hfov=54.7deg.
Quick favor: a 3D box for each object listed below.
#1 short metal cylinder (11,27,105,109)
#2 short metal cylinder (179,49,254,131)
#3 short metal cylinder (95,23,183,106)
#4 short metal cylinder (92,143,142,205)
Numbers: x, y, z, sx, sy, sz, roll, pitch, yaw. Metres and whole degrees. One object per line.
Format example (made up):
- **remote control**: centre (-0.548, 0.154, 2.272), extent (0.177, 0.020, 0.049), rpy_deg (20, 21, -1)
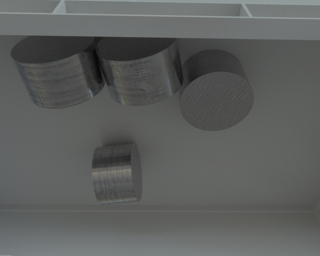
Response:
- **short metal cylinder**: centre (-0.101, -0.064, 0.317), extent (0.080, 0.080, 0.050), rpy_deg (-5, 130, 3)
- **short metal cylinder**: centre (0.062, -0.043, 0.357), extent (0.081, 0.050, 0.079), rpy_deg (0, 130, 0)
- **short metal cylinder**: centre (-0.019, -0.066, 0.316), extent (0.080, 0.080, 0.050), rpy_deg (-7, 130, 6)
- **short metal cylinder**: centre (-0.056, 0.063, 0.426), extent (0.050, 0.080, 0.080), rpy_deg (-6, 130, 5)
